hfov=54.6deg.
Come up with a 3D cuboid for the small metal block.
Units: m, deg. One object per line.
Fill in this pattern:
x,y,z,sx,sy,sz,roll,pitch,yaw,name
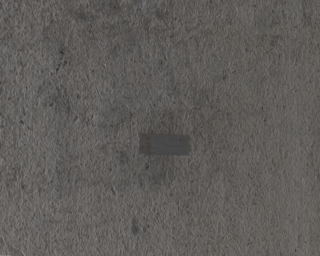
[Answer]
0.004,0.021,0.397,0.050,0.050,0.025,2,90,-20,small metal block
